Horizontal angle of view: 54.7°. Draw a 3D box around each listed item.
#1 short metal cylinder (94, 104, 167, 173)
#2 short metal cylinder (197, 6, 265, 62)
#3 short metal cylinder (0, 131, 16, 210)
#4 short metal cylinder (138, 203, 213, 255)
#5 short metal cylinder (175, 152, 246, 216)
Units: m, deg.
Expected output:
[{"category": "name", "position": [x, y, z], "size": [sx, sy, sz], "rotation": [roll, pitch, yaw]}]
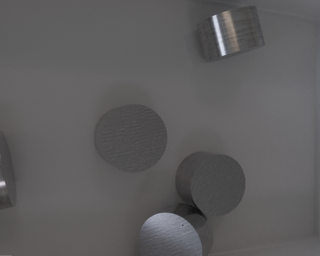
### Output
[{"category": "short metal cylinder", "position": [-0.037, 0.012, 0.383], "size": [0.081, 0.050, 0.080], "rotation": [0, 90, -20]}, {"category": "short metal cylinder", "position": [0.094, -0.124, 0.416], "size": [0.081, 0.080, 0.050], "rotation": [-18, 96, -19]}, {"category": "short metal cylinder", "position": [-0.182, 0.047, 0.314], "size": [0.050, 0.080, 0.080], "rotation": [-11, 94, -20]}, {"category": "short metal cylinder", "position": [0.020, 0.139, 0.383], "size": [0.080, 0.050, 0.080], "rotation": [0, 90, 23]}, {"category": "short metal cylinder", "position": [0.068, 0.074, 0.422], "size": [0.081, 0.050, 0.080], "rotation": [0, 90, -20]}]
